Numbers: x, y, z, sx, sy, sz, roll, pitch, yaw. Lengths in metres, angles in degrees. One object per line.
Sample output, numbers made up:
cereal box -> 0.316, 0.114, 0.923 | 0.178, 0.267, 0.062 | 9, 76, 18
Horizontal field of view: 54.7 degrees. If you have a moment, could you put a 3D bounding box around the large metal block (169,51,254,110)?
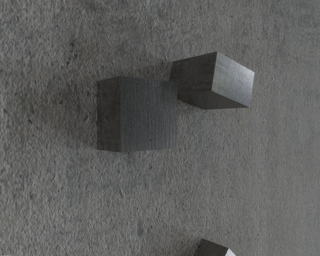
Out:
large metal block -> 0.070, -0.061, 0.427 | 0.081, 0.080, 0.050 | 15, 80, -39

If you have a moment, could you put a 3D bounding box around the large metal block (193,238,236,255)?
large metal block -> 0.083, 0.226, 0.458 | 0.080, 0.050, 0.080 | 51, 60, -28

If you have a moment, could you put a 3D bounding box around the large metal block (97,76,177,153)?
large metal block -> -0.026, -0.015, 0.366 | 0.081, 0.050, 0.080 | -1, 91, -40
